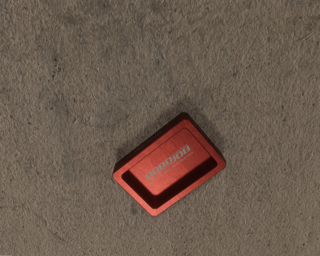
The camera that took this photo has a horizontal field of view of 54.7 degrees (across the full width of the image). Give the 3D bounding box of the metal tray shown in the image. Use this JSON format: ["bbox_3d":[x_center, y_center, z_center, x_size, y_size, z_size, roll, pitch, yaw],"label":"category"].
[{"bbox_3d":[0.012,0.052,0.426,0.130,0.030,0.090,-38,106,12],"label":"metal tray"}]
